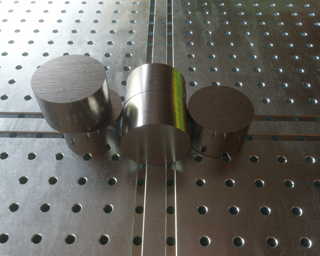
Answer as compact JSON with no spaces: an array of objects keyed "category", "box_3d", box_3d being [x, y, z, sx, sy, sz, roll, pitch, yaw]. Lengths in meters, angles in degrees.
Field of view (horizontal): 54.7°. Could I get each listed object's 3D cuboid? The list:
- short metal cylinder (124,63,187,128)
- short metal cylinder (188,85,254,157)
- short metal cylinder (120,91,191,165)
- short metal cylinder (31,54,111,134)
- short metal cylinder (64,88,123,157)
[{"category":"short metal cylinder","box_3d":[-0.006,-0.037,0.403,0.081,0.080,0.050,1,51,0]},{"category":"short metal cylinder","box_3d":[0.075,-0.009,0.399,0.081,0.050,0.080,0,50,0]},{"category":"short metal cylinder","box_3d":[-0.005,0.002,0.370,0.081,0.080,0.050,-1,50,-1]},{"category":"short metal cylinder","box_3d":[-0.099,-0.040,0.357,0.081,0.050,0.080,0,50,0]},{"category":"short metal cylinder","box_3d":[-0.087,-0.010,0.399,0.081,0.050,0.080,0,50,0]}]
